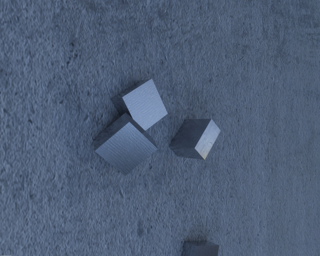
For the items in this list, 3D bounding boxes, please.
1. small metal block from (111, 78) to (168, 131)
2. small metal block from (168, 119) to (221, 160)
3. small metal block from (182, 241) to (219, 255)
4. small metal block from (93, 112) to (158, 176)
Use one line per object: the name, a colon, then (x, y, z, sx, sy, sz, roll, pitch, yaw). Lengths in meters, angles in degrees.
small metal block: (-0.025, -0.027, 0.384, 0.050, 0.025, 0.050, -38, 114, -33)
small metal block: (0.048, 0.014, 0.428, 0.025, 0.050, 0.050, 48, 61, -30)
small metal block: (0.058, 0.194, 0.453, 0.050, 0.025, 0.050, 16, 80, -39)
small metal block: (-0.040, 0.019, 0.355, 0.050, 0.025, 0.050, -40, 121, 7)
